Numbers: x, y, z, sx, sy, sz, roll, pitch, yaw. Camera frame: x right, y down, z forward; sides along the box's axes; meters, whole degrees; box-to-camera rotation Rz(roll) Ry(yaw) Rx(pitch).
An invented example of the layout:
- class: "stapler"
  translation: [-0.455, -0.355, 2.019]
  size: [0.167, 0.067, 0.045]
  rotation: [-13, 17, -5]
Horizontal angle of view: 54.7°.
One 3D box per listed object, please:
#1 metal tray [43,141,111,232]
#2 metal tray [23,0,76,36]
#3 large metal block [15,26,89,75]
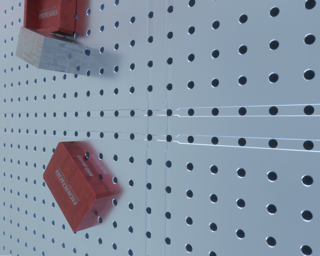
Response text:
- class: "metal tray"
  translation: [-0.146, 0.096, 0.527]
  size: [0.130, 0.030, 0.089]
  rotation: [48, 118, 29]
- class: "metal tray"
  translation: [-0.208, -0.217, 0.577]
  size: [0.130, 0.030, 0.089]
  rotation: [7, 95, 39]
- class: "large metal block"
  translation: [-0.183, -0.130, 0.525]
  size: [0.080, 0.081, 0.050]
  rotation: [29, 108, 36]
